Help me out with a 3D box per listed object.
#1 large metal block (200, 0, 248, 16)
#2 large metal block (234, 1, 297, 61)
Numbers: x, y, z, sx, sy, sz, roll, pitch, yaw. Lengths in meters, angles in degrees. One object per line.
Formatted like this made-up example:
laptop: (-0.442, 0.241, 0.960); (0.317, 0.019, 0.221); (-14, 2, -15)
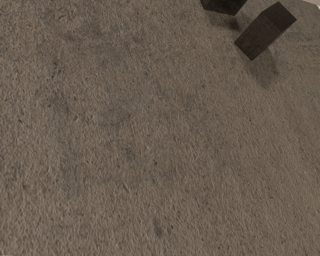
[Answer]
large metal block: (0.123, -0.282, 0.629); (0.081, 0.050, 0.080); (-1, 62, -29)
large metal block: (0.201, -0.185, 0.593); (0.050, 0.080, 0.080); (48, 51, 4)
